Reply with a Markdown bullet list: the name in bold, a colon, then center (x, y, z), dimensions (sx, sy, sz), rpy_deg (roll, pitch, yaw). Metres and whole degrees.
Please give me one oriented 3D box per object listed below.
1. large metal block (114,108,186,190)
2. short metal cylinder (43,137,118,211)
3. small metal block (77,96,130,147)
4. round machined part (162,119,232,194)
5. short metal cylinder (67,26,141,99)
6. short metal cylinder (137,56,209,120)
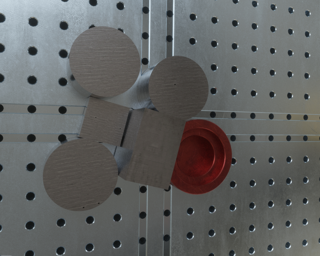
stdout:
- **large metal block**: center (-0.017, 0.023, 0.374), dimensions (0.050, 0.080, 0.080), rpy_deg (17, 85, -19)
- **short metal cylinder**: center (-0.094, 0.051, 0.364), dimensions (0.081, 0.050, 0.080), rpy_deg (0, 90, -20)
- **small metal block**: center (-0.071, -0.007, 0.386), dimensions (0.050, 0.025, 0.050), rpy_deg (16, 85, -20)
- **round machined part**: center (0.044, 0.037, 0.420), dimensions (0.099, 0.042, 0.097), rpy_deg (0, 90, -20)
- **short metal cylinder**: center (-0.069, -0.075, 0.373), dimensions (0.081, 0.050, 0.080), rpy_deg (0, 90, -20)
- **short metal cylinder**: center (0.016, -0.049, 0.405), dimensions (0.081, 0.050, 0.080), rpy_deg (0, 90, -20)
